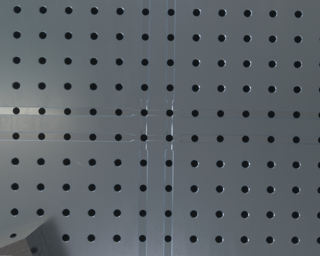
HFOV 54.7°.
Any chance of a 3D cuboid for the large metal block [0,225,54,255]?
[{"bbox_3d":[-0.185,0.185,0.399,0.080,0.050,0.080,-22,90,0],"label":"large metal block"}]
